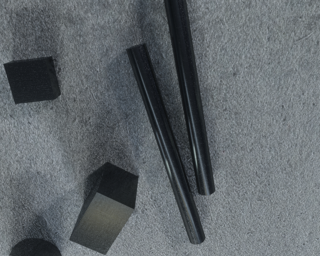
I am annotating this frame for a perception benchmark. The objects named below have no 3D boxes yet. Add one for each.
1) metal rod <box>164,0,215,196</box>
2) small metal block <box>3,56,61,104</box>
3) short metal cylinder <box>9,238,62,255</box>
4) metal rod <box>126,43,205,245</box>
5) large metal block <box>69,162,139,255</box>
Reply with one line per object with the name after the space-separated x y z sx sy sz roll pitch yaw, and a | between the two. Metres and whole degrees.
0.038 -0.047 0.392 0.025 0.025 0.298 -11 110 3 | metal rod
-0.157 -0.060 0.386 0.050 0.025 0.050 -7 110 2 | small metal block
-0.197 0.218 0.474 0.081 0.050 0.079 0 110 -1 | short metal cylinder
0.014 0.035 0.422 0.025 0.025 0.298 -16 110 5 | metal rod
-0.072 0.106 0.418 0.050 0.080 0.080 28 108 -10 | large metal block
